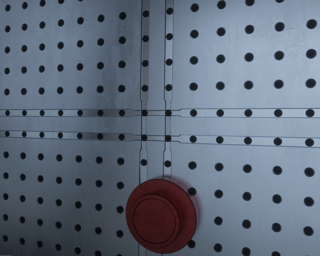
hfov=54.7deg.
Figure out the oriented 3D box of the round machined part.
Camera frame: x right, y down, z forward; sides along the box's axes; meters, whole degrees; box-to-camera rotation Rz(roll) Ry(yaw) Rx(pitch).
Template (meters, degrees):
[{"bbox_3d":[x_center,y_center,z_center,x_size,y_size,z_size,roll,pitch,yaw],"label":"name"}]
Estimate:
[{"bbox_3d":[-0.001,0.115,0.403,0.098,0.042,0.097,0,90,19],"label":"round machined part"}]
